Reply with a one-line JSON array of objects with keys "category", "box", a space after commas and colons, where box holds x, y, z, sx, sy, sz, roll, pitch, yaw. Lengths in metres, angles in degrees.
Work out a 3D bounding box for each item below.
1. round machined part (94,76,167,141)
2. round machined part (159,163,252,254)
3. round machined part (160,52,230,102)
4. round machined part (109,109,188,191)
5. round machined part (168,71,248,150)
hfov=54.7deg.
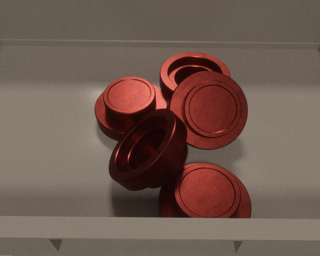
[{"category": "round machined part", "box": [-0.039, -0.032, 0.417, 0.099, 0.042, 0.098, -1, 51, 2]}, {"category": "round machined part", "box": [0.048, 0.077, 0.330, 0.099, 0.042, 0.098, 0, 50, 0]}, {"category": "round machined part", "box": [0.049, -0.063, 0.448, 0.099, 0.042, 0.098, 1, 50, 0]}, {"category": "round machined part", "box": [-0.008, 0.028, 0.349, 0.098, 0.042, 0.098, -33, 31, 24]}, {"category": "round machined part", "box": [0.061, -0.022, 0.380, 0.099, 0.042, 0.097, 0, 89, -4]}]
